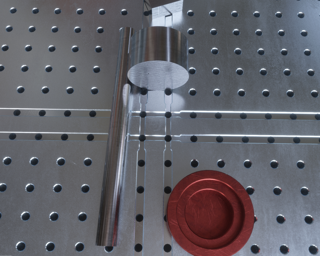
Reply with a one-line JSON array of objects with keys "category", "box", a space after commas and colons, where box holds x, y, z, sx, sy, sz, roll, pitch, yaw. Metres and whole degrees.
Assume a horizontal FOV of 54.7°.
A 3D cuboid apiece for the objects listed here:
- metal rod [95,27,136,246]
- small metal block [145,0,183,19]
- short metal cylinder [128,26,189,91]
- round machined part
[{"category": "metal rod", "box": [-0.055, -0.003, 0.412, 0.025, 0.025, 0.299, 3, 70, 1]}, {"category": "small metal block", "box": [0.003, -0.205, 0.487, 0.050, 0.025, 0.050, -18, 71, -7]}, {"category": "short metal cylinder", "box": [-0.002, -0.091, 0.416, 0.081, 0.080, 0.050, 1, 70, 0]}, {"category": "round machined part", "box": [0.057, 0.102, 0.366, 0.099, 0.042, 0.098, 0, 70, -1]}]
